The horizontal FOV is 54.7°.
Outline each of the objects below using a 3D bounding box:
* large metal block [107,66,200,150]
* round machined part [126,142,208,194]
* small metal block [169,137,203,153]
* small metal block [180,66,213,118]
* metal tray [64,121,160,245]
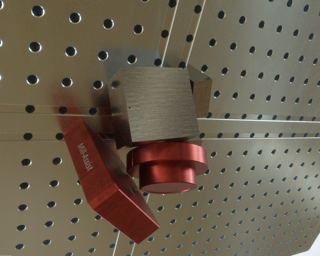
[{"bbox_3d":[-0.009,-0.022,0.352,0.081,0.050,0.080,-4,79,-27],"label":"large metal block"},{"bbox_3d":[0.009,0.053,0.374,0.099,0.042,0.098,-2,157,-1],"label":"round machined part"},{"bbox_3d":[0.020,0.015,0.417,0.050,0.050,0.025,1,118,-29],"label":"small metal block"},{"bbox_3d":[0.039,-0.046,0.390,0.025,0.050,0.050,-12,124,-22],"label":"small metal block"},{"bbox_3d":[-0.057,0.057,0.348,0.030,0.130,0.090,-38,130,-3],"label":"metal tray"}]
